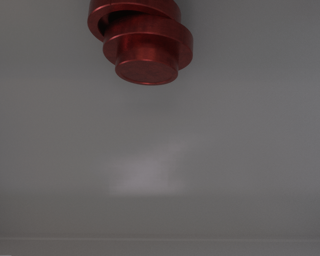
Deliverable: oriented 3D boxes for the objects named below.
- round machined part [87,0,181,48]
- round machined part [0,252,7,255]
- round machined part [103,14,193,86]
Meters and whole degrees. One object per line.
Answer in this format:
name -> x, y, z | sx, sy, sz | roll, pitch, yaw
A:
round machined part -> -0.026, -0.124, 0.336 | 0.099, 0.098, 0.042 | 4, 77, -2
round machined part -> -0.270, 0.231, 0.483 | 0.099, 0.042, 0.097 | 0, 117, 1
round machined part -> -0.013, -0.078, 0.341 | 0.099, 0.098, 0.042 | 4, 76, -2
